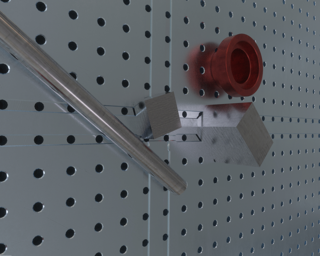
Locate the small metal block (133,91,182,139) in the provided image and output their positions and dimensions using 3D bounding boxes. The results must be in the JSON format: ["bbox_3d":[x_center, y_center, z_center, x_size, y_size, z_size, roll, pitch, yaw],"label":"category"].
[{"bbox_3d":[-0.003,-0.017,0.407,0.050,0.025,0.050,-22,104,-38],"label":"small metal block"}]

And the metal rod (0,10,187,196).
[{"bbox_3d":[-0.064,-0.008,0.355,0.300,0.025,0.025,45,63,-31],"label":"metal rod"}]

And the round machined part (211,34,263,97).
[{"bbox_3d":[0.120,-0.098,0.499,0.099,0.042,0.097,0,90,-40],"label":"round machined part"}]

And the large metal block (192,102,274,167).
[{"bbox_3d":[0.109,0.010,0.465,0.050,0.080,0.080,-51,120,-28],"label":"large metal block"}]
